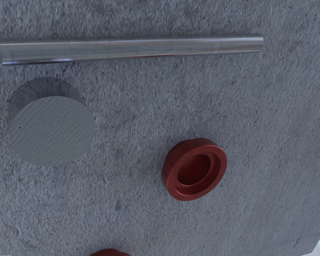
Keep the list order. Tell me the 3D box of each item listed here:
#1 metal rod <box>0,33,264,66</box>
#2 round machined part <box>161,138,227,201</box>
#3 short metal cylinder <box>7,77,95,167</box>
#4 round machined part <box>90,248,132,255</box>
[{"bbox_3d":[-0.009,-0.090,0.345,0.303,0.025,0.025,-9,122,-24],"label":"metal rod"},{"bbox_3d":[0.046,0.056,0.456,0.099,0.042,0.097,-14,124,-21],"label":"round machined part"},{"bbox_3d":[-0.114,-0.007,0.324,0.081,0.050,0.079,-14,124,-21],"label":"short metal cylinder"},{"bbox_3d":[-0.086,0.232,0.493,0.099,0.042,0.097,-14,124,-21],"label":"round machined part"}]
